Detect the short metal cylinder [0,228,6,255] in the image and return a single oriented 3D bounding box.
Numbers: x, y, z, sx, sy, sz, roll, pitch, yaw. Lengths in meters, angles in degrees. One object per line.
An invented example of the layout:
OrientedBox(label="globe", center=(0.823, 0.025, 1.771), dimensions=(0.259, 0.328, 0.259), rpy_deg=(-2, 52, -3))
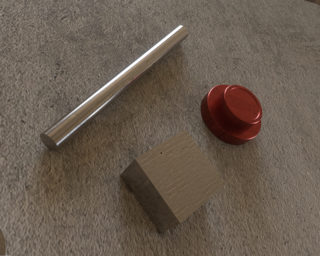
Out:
OrientedBox(label="short metal cylinder", center=(-0.164, 0.104, 0.236), dimensions=(0.081, 0.050, 0.080), rpy_deg=(14, 56, -21))

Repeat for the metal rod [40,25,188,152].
OrientedBox(label="metal rod", center=(-0.041, -0.072, 0.425), dimensions=(0.025, 0.025, 0.301), rpy_deg=(41, 51, 0))

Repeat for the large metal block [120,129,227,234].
OrientedBox(label="large metal block", center=(0.015, 0.060, 0.359), dimensions=(0.081, 0.050, 0.080), rpy_deg=(-28, 78, -37))

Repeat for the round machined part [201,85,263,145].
OrientedBox(label="round machined part", center=(0.115, -0.026, 0.471), dimensions=(0.099, 0.042, 0.098), rpy_deg=(14, 56, -21))
